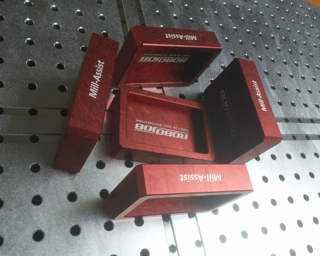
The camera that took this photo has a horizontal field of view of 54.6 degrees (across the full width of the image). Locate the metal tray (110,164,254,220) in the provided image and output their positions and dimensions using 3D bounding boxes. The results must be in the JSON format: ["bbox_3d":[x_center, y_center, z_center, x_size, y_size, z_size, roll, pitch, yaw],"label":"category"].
[{"bbox_3d":[0.022,0.069,0.336,0.131,0.090,0.030,3,61,-26],"label":"metal tray"}]

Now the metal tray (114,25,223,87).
[{"bbox_3d":[0.009,-0.094,0.428,0.131,0.090,0.030,-7,65,-31],"label":"metal tray"}]

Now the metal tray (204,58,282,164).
[{"bbox_3d":[0.110,-0.021,0.438,0.030,0.090,0.130,5,60,-26],"label":"metal tray"}]

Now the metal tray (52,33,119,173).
[{"bbox_3d":[-0.081,-0.028,0.339,0.030,0.090,0.130,17,55,-18],"label":"metal tray"}]

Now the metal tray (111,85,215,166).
[{"bbox_3d":[0.004,0.001,0.405,0.131,0.030,0.090,11,57,-23],"label":"metal tray"}]
